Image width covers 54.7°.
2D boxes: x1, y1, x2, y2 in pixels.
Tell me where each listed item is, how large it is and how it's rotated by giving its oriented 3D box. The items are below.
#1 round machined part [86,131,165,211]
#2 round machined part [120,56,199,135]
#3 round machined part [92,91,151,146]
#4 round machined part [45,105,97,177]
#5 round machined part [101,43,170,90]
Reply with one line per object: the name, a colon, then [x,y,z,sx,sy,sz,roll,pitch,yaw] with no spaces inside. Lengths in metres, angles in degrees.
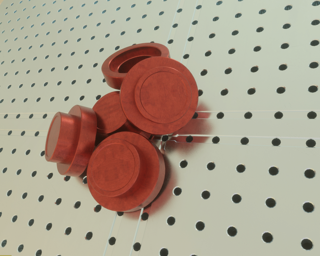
round machined part: [-0.047,0.050,0.374,0.098,0.042,0.098,-6,71,20]
round machined part: [0.001,-0.040,0.382,0.098,0.098,0.042,-47,10,-5]
round machined part: [-0.059,-0.013,0.433,0.098,0.042,0.098,-13,56,20]
round machined part: [-0.125,0.015,0.421,0.098,0.042,0.098,-29,54,50]
round machined part: [-0.031,-0.082,0.447,0.098,0.042,0.098,-10,38,8]
